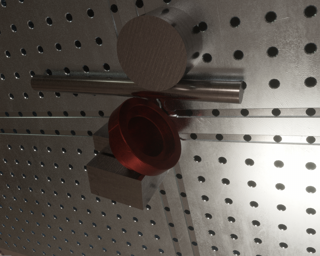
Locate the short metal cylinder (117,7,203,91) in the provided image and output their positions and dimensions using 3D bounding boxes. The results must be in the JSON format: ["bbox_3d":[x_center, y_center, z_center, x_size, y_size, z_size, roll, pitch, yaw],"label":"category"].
[{"bbox_3d":[0.000,-0.087,0.340,0.080,0.050,0.079,13,124,20],"label":"short metal cylinder"}]

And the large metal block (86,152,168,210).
[{"bbox_3d":[-0.042,0.058,0.432,0.080,0.080,0.050,12,124,21],"label":"large metal block"}]

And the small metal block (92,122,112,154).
[{"bbox_3d":[-0.057,0.012,0.431,0.050,0.050,0.025,11,123,22],"label":"small metal block"}]

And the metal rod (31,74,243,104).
[{"bbox_3d":[-0.047,-0.053,0.401,0.301,0.025,0.025,6,121,24],"label":"metal rod"}]

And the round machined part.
[{"bbox_3d":[-0.023,0.014,0.383,0.042,0.098,0.098,-36,98,36],"label":"round machined part"}]
